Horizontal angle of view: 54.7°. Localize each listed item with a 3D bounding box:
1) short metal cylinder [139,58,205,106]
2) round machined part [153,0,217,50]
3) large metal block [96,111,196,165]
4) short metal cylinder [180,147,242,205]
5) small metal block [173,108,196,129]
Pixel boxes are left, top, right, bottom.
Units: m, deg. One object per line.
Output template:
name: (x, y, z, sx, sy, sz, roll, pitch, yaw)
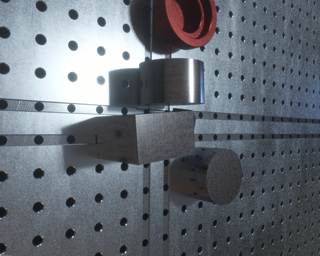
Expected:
short metal cylinder: (0.015, -0.054, 0.385, 0.081, 0.080, 0.050, -3, 92, -40)
round machined part: (0.030, -0.156, 0.423, 0.099, 0.042, 0.097, 0, 90, -40)
large metal block: (-0.017, 0.008, 0.359, 0.081, 0.080, 0.050, -6, 94, -40)
short metal cylinder: (0.076, 0.069, 0.457, 0.081, 0.050, 0.079, 0, 90, -40)
small metal block: (0.030, 0.004, 0.418, 0.050, 0.025, 0.050, 41, 59, -74)
